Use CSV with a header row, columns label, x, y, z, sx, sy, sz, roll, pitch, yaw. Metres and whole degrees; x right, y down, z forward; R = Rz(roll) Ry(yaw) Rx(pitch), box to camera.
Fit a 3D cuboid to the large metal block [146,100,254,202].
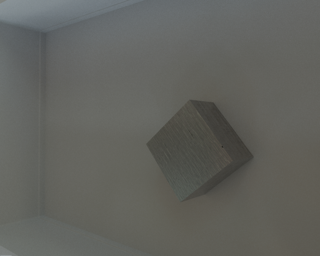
label,x,y,z,sx,sy,sz,roll,pitch,yaw
large metal block,0.043,0.025,0.354,0.080,0.050,0.080,-46,63,30
